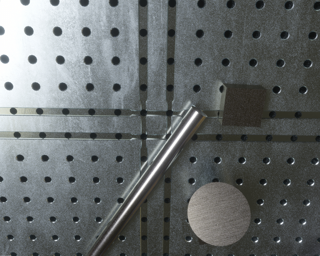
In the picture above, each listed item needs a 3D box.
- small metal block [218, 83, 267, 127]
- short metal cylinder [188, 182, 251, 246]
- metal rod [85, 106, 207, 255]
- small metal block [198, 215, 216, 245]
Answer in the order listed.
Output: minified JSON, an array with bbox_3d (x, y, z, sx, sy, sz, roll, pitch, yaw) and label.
[{"bbox_3d":[0.106,-0.030,0.403,0.050,0.025,0.050,3,110,-1],"label":"small metal block"},{"bbox_3d":[0.079,0.117,0.423,0.080,0.050,0.080,-2,74,5],"label":"short metal cylinder"},{"bbox_3d":[-0.030,0.096,0.448,0.025,0.025,0.299,31,107,-11],"label":"metal rod"},{"bbox_3d":[0.079,0.145,0.467,0.050,0.025,0.050,-10,110,3],"label":"small metal block"}]
